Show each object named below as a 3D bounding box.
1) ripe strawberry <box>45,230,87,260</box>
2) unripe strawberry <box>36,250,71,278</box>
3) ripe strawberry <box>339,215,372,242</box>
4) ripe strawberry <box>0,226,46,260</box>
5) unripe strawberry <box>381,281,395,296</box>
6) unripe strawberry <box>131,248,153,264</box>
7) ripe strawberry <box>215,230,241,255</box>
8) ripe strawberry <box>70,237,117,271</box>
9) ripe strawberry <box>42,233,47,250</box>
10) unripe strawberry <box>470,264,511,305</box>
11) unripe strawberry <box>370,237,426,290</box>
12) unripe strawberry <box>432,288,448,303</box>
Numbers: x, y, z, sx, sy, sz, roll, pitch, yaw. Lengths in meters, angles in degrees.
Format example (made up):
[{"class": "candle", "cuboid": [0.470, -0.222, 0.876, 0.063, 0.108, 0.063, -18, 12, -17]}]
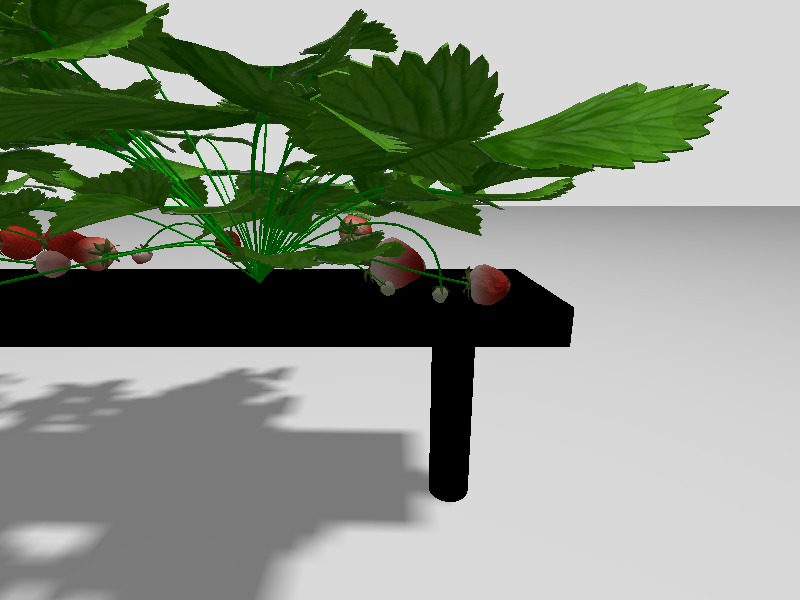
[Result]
[{"class": "ripe strawberry", "cuboid": [-0.404, -0.069, 0.487, 0.041, 0.040, 0.038, -11, 18, -38]}, {"class": "unripe strawberry", "cuboid": [-0.328, -0.034, 0.381, 0.026, 0.026, 0.025, -1, 15, -6]}, {"class": "ripe strawberry", "cuboid": [-0.063, -0.100, 0.584, 0.048, 0.050, 0.052, 4, 15, 14]}, {"class": "ripe strawberry", "cuboid": [-0.461, -0.070, 0.490, 0.039, 0.041, 0.042, 12, 18, 37]}, {"class": "unripe strawberry", "cuboid": [-0.009, -0.009, 0.315, 0.011, 0.011, 0.011, 39, 24, 8]}, {"class": "unripe strawberry", "cuboid": [-0.288, -0.049, 0.447, 0.018, 0.019, 0.021, 44, 31, 14]}, {"class": "ripe strawberry", "cuboid": [-0.222, -0.072, 0.517, 0.030, 0.032, 0.033, -8, -2, -29]}, {"class": "ripe strawberry", "cuboid": [-0.311, -0.047, 0.405, 0.035, 0.035, 0.038, 4, 15, 16]}, {"class": "ripe strawberry", "cuboid": [-0.488, -0.082, 0.559, 0.021, 0.024, 0.023, 6, 0, 22]}, {"class": "unripe strawberry", "cuboid": [0.062, -0.010, 0.279, 0.028, 0.029, 0.025, 7, 16, 21]}, {"class": "unripe strawberry", "cuboid": [-0.001, -0.030, 0.333, 0.045, 0.043, 0.041, 3, 15, 9]}, {"class": "unripe strawberry", "cuboid": [0.029, -0.003, 0.284, 0.011, 0.011, 0.011, 7, 16, 25]}]
